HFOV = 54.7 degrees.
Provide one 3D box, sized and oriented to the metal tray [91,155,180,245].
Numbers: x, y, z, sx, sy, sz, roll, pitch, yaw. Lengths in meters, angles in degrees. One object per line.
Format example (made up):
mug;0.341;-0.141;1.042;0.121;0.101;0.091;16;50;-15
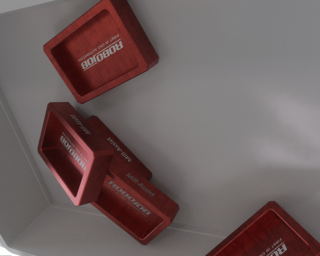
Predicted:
metal tray;-0.048;0.106;0.456;0.130;0.030;0.089;38;129;2

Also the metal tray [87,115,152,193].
metal tray;-0.087;0.054;0.484;0.130;0.030;0.090;46;129;-5

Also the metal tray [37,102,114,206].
metal tray;-0.123;0.032;0.433;0.130;0.030;0.089;41;120;34

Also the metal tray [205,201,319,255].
metal tray;0.115;0.158;0.362;0.130;0.090;0.030;-41;118;2

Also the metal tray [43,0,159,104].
metal tray;-0.077;-0.093;0.388;0.130;0.030;0.090;-20;108;35
